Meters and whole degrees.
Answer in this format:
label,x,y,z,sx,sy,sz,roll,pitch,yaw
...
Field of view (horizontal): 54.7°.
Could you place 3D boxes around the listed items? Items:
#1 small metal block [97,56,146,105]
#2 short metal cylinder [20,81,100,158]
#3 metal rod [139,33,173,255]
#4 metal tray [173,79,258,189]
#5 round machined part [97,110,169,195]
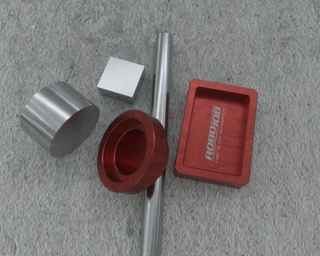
label,x,y,z,sx,sy,sz,roll,pitch,yaw
small metal block,-0.053,-0.066,0.432,0.050,0.025,0.050,17,71,6
short metal cylinder,-0.121,-0.010,0.382,0.050,0.080,0.080,38,74,12
metal rod,-0.002,0.008,0.405,0.025,0.025,0.299,3,70,1
metal tray,0.073,0.006,0.403,0.090,0.030,0.130,11,70,3
round machined part,-0.028,0.030,0.370,0.098,0.042,0.098,-19,60,38
